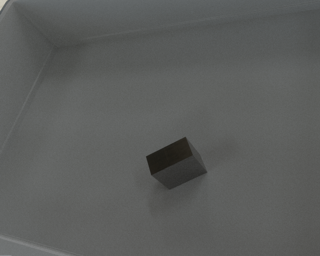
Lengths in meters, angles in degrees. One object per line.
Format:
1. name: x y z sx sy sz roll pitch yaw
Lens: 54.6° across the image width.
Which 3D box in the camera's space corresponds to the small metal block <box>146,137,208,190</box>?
1. small metal block: 0.020 0.042 0.354 0.050 0.050 0.025 -27 52 11
